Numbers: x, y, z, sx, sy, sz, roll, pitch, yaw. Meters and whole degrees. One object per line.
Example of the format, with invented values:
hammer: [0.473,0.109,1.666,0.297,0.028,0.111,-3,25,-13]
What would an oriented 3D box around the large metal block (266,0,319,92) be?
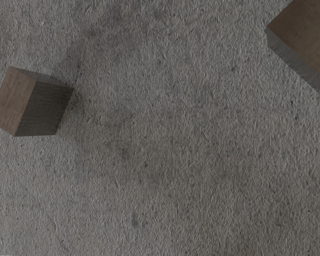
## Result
large metal block: [0.160,-0.087,0.323,0.050,0.080,0.080,-45,76,15]

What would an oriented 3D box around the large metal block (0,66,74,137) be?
large metal block: [-0.181,-0.035,0.444,0.050,0.080,0.080,28,99,18]
